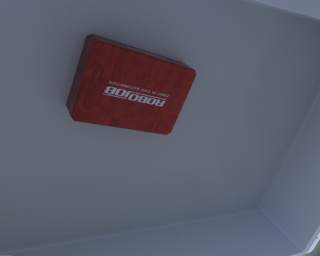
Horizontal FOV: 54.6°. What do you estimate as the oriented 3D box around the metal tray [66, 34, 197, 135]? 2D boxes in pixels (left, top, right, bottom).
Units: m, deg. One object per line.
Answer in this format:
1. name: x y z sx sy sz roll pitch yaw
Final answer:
1. metal tray: -0.031 -0.045 0.360 0.131 0.030 0.089 10 114 -33
